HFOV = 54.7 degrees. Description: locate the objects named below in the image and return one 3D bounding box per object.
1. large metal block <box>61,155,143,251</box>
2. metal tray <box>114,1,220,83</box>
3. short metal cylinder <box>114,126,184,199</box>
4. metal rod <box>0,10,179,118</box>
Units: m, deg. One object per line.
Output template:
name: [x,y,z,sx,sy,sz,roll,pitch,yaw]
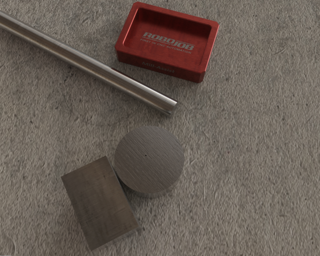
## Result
large metal block: [-0.061,0.086,0.347,0.050,0.080,0.080,-26,72,-9]
metal tray: [0.011,-0.126,0.451,0.131,0.030,0.090,17,71,5]
short metal cylinder: [-0.012,0.043,0.379,0.081,0.050,0.080,0,70,0]
metal rod: [-0.112,-0.095,0.441,0.301,0.025,0.025,28,72,9]
